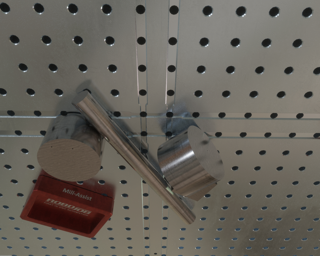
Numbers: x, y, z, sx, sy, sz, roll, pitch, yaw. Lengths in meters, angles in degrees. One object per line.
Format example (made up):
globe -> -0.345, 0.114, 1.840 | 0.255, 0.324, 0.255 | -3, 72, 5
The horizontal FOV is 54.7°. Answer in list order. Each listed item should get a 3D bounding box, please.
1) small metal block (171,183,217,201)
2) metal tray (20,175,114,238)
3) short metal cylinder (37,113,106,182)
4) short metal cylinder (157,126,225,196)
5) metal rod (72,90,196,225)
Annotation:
small metal block -> 0.052, 0.084, 0.483 | 0.050, 0.025, 0.050 | 25, 126, -20
metal tray -> -0.155, 0.136, 0.522 | 0.131, 0.030, 0.089 | 24, 126, -19
short metal cylinder -> -0.116, 0.027, 0.417 | 0.081, 0.050, 0.079 | 0, 130, 0
short metal cylinder -> 0.042, 0.044, 0.413 | 0.050, 0.080, 0.080 | -34, 123, 25
metal rod -> -0.023, 0.061, 0.463 | 0.025, 0.025, 0.300 | -24, 127, 19
